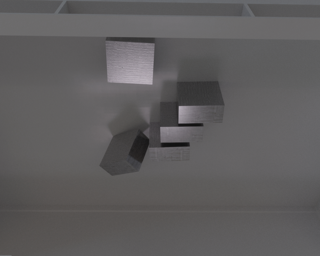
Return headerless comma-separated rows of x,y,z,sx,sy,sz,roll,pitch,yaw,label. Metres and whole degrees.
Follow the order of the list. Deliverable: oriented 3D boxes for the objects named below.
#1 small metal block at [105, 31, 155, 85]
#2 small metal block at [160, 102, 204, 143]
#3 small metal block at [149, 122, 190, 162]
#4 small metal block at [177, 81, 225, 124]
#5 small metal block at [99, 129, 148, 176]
-0.032,-0.077,0.343,0.050,0.025,0.050,3,130,-3,small metal block
0.026,-0.008,0.386,0.050,0.050,0.025,-1,130,0,small metal block
0.012,0.017,0.407,0.050,0.050,0.025,-2,130,1,small metal block
0.046,-0.031,0.366,0.050,0.050,0.025,-1,130,1,small metal block
-0.046,0.033,0.411,0.050,0.050,0.025,-15,131,37,small metal block
